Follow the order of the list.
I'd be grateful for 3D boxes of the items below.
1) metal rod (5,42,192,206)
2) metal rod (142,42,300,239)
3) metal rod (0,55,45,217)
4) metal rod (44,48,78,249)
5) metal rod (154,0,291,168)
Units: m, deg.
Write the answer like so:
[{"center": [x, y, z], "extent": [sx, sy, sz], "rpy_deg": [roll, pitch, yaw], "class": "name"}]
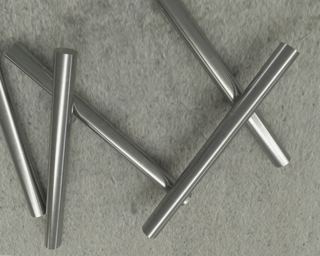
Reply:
[{"center": [-0.070, 0.004, 0.410], "extent": [0.300, 0.025, 0.025], "rpy_deg": [43, 104, -15], "class": "metal rod"}, {"center": [0.067, 0.027, 0.393], "extent": [0.025, 0.025, 0.299], "rpy_deg": [31, 107, -11], "class": "metal rod"}, {"center": [-0.197, -0.016, 0.401], "extent": [0.025, 0.025, 0.298], "rpy_deg": [-8, 110, 2], "class": "metal rod"}, {"center": [-0.133, 0.045, 0.407], "extent": [0.025, 0.025, 0.298], "rpy_deg": [11, 116, -5], "class": "metal rod"}, {"center": [0.077, -0.065, 0.387], "extent": [0.025, 0.025, 0.300], "rpy_deg": [-36, 107, 12], "class": "metal rod"}]
